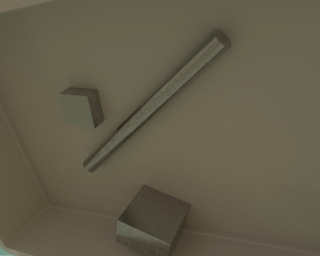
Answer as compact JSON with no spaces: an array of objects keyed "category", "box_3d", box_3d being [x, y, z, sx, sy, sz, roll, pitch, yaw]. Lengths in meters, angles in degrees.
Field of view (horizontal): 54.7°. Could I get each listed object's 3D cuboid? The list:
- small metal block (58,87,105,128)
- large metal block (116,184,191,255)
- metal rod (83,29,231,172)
[{"category":"small metal block","box_3d":[-0.113,-0.030,0.448,0.050,0.025,0.050,7,122,24]},{"category":"large metal block","box_3d":[-0.009,0.142,0.464,0.080,0.080,0.050,20,126,16]},{"category":"metal rod","box_3d":[-0.025,-0.016,0.410,0.025,0.025,0.299,46,129,-4]}]
